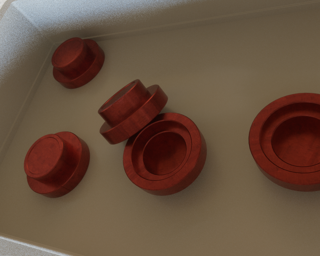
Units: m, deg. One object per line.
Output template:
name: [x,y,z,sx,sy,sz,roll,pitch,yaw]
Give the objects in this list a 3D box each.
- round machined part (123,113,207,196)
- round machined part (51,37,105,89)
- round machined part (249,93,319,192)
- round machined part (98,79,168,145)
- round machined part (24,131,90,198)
round machined part: [0.009,0.034,0.370,0.098,0.042,0.098,-13,56,21]
round machined part: [-0.151,-0.121,0.549,0.098,0.042,0.098,-13,56,21]
round machined part: [0.143,0.017,0.309,0.098,0.042,0.098,-13,56,21]
round machined part: [-0.041,-0.027,0.403,0.098,0.042,0.098,-35,17,13]
round machined part: [-0.155,0.047,0.447,0.098,0.042,0.098,-13,56,21]
